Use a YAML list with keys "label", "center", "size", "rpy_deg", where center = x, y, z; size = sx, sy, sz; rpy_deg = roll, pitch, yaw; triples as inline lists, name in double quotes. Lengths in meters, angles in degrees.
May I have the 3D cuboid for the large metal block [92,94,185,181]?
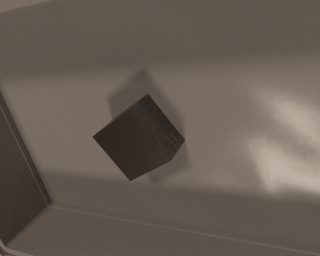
- label: "large metal block"
  center: [-0.028, 0.014, 0.415]
  size: [0.080, 0.050, 0.080]
  rpy_deg: [-32, 101, 38]
